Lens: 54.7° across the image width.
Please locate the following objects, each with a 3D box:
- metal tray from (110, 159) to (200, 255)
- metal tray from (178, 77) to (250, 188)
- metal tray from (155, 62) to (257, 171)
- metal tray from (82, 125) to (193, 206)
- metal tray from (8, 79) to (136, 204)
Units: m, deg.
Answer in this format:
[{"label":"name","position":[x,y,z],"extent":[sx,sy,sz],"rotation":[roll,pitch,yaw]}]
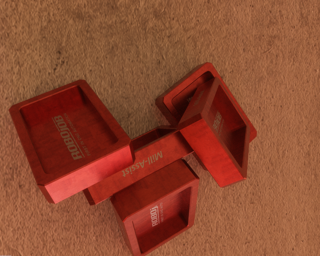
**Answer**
[{"label":"metal tray","position":[-0.002,0.100,0.364],"extent":[0.091,0.030,0.129],"rotation":[-26,144,-18]},{"label":"metal tray","position":[0.073,-0.001,0.379],"extent":[0.090,0.030,0.130],"rotation":[54,29,-13]},{"label":"metal tray","position":[0.067,-0.014,0.433],"extent":[0.090,0.030,0.130],"rotation":[-40,103,-16]},{"label":"metal tray","position":[-0.033,0.037,0.364],"extent":[0.131,0.090,0.030],"rotation":[-26,99,-18]},{"label":"metal tray","position":[-0.095,0.005,0.325],"extent":[0.091,0.130,0.030],"rotation":[-26,138,-19]}]
